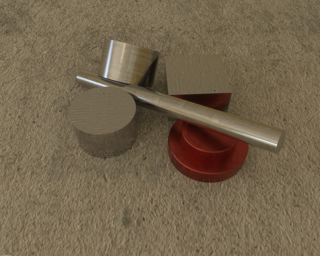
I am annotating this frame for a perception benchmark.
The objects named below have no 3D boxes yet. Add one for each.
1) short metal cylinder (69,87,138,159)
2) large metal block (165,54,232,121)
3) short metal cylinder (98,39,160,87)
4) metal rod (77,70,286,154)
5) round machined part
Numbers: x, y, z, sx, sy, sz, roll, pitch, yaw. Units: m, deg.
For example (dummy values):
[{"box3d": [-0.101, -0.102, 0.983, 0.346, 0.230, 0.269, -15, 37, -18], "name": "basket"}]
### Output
[{"box3d": [-0.069, -0.007, 0.395, 0.081, 0.050, 0.080, 0, 50, 0], "name": "short metal cylinder"}, {"box3d": [0.049, -0.058, 0.435, 0.081, 0.050, 0.080, -2, 50, -2], "name": "large metal block"}, {"box3d": [-0.044, -0.092, 0.441, 0.080, 0.050, 0.080, 13, 12, -3], "name": "short metal cylinder"}, {"box3d": [0.002, -0.031, 0.387, 0.300, 0.025, 0.025, 21, 52, 33], "name": "metal rod"}, {"box3d": [0.059, 0.014, 0.381, 0.099, 0.042, 0.098, 0, 50, 0], "name": "round machined part"}]
